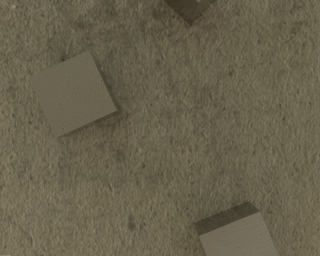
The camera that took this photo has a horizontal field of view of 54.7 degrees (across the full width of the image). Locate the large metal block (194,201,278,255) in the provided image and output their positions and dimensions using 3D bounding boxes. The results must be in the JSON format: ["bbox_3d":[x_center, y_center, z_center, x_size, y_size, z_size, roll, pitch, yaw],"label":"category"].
[{"bbox_3d":[0.099,0.152,0.399,0.080,0.050,0.080,-22,90,-1],"label":"large metal block"}]

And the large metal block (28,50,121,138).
[{"bbox_3d":[-0.105,-0.041,0.396,0.080,0.050,0.080,-25,90,-1],"label":"large metal block"}]

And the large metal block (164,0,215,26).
[{"bbox_3d":[0.031,-0.185,0.383,0.080,0.080,0.050,43,90,-1],"label":"large metal block"}]
